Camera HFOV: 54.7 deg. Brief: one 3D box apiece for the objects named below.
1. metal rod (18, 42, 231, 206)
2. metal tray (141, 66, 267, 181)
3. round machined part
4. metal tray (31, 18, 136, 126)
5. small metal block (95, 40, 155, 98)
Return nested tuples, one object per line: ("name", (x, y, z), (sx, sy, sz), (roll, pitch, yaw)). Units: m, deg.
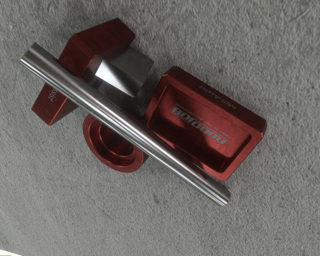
("metal rod", (-0.019, 0.013, 0.356), (0.301, 0.025, 0.025), (38, 133, -27))
("metal tray", (0.048, -0.004, 0.376), (0.130, 0.030, 0.089), (33, 129, 6))
("round machined part", (-0.054, 0.010, 0.426), (0.098, 0.042, 0.097), (18, 131, 23))
("metal tray", (-0.092, -0.066, 0.371), (0.030, 0.090, 0.129), (45, 129, -3))
("small metal block", (-0.039, -0.070, 0.362), (0.050, 0.050, 0.025), (31, 132, -10))
